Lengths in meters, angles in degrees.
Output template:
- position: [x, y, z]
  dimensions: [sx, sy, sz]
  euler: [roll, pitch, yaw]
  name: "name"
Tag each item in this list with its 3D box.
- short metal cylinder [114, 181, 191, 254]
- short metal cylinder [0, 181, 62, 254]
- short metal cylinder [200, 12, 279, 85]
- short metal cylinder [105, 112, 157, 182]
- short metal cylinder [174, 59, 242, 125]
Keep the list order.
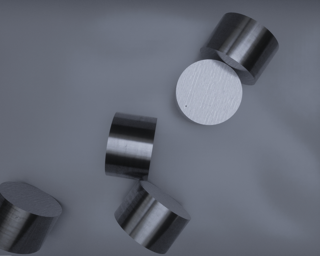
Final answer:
- position: [-0.009, 0.108, 0.384]
  dimensions: [0.080, 0.080, 0.050]
  euler: [36, 90, -1]
  name: "short metal cylinder"
- position: [-0.171, 0.108, 0.382]
  dimensions: [0.080, 0.080, 0.050]
  euler: [30, 90, -1]
  name: "short metal cylinder"
- position: [0.098, -0.097, 0.385]
  dimensions: [0.080, 0.080, 0.050]
  euler: [34, 90, -1]
  name: "short metal cylinder"
- position: [-0.034, 0.023, 0.384]
  dimensions: [0.050, 0.080, 0.080]
  euler: [9, 90, -1]
  name: "short metal cylinder"
- position: [0.060, -0.044, 0.400]
  dimensions: [0.081, 0.050, 0.079]
  euler: [0, 90, -1]
  name: "short metal cylinder"
